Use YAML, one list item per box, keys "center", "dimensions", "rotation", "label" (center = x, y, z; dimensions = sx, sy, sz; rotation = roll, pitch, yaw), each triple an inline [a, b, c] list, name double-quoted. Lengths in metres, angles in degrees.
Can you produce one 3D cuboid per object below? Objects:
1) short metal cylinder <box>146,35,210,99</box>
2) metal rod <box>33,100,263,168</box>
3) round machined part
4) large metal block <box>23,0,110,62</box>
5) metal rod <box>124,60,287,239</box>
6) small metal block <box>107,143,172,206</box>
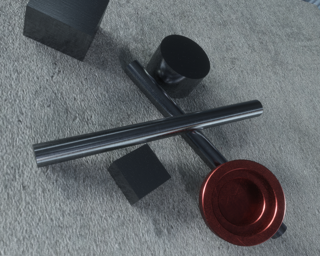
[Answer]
- center: [0.027, -0.091, 0.459]
  dimensions: [0.081, 0.050, 0.080]
  rotation: [14, 56, -21]
  label: "short metal cylinder"
- center: [0.006, 0.000, 0.382]
  dimensions: [0.303, 0.025, 0.025]
  rotation: [-12, 68, -25]
  label: "metal rod"
- center: [0.095, 0.089, 0.376]
  dimensions: [0.099, 0.042, 0.098]
  rotation: [1, 78, -5]
  label: "round machined part"
- center: [-0.123, -0.148, 0.413]
  dimensions: [0.080, 0.050, 0.080]
  rotation: [23, 53, -15]
  label: "large metal block"
- center: [0.058, 0.025, 0.421]
  dimensions: [0.300, 0.025, 0.025]
  rotation: [49, 51, 6]
  label: "metal rod"
- center: [-0.024, 0.053, 0.360]
  dimensions: [0.050, 0.025, 0.050]
  rotation: [-28, 77, -38]
  label: "small metal block"
